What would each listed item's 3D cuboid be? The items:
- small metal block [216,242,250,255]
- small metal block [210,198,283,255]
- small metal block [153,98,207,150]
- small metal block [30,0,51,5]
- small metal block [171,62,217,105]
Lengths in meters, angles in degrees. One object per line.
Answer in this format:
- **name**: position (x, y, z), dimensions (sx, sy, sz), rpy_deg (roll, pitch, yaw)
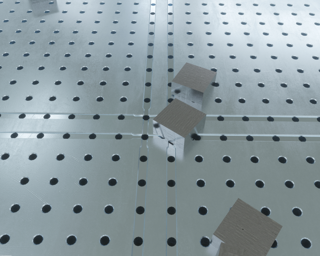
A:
- **small metal block**: position (0.058, 0.138, 0.276), dimensions (0.025, 0.050, 0.050), rpy_deg (14, 52, 12)
- **small metal block**: position (0.087, 0.109, 0.317), dimensions (0.050, 0.025, 0.050), rpy_deg (31, 57, 23)
- **small metal block**: position (0.026, -0.007, 0.414), dimensions (0.050, 0.025, 0.050), rpy_deg (31, 56, 23)
- **small metal block**: position (-0.252, -0.287, 0.648), dimensions (0.050, 0.025, 0.050), rpy_deg (-22, 53, -18)
- **small metal block**: position (0.051, -0.067, 0.465), dimensions (0.050, 0.025, 0.050), rpy_deg (22, 54, 18)
